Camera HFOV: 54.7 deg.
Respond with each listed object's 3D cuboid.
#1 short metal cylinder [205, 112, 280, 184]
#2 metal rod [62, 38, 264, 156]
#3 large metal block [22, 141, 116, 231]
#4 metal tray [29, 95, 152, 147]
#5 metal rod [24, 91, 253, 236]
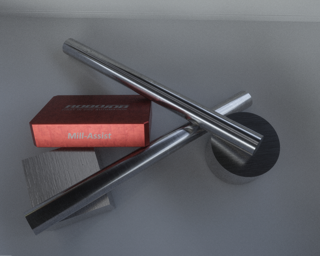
[{"bbox_3d":[0.100,0.026,0.385,0.081,0.050,0.080,0,70,0],"label":"short metal cylinder"},{"bbox_3d":[-0.013,-0.050,0.395,0.300,0.025,0.025,30,72,23],"label":"metal rod"},{"bbox_3d":[-0.105,0.068,0.365,0.081,0.050,0.080,-18,71,-7],"label":"large metal block"},{"bbox_3d":[-0.077,-0.011,0.379,0.131,0.030,0.090,0,26,1],"label":"metal tray"},{"bbox_3d":[-0.004,0.026,0.359,0.302,0.025,0.025,-29,72,-25],"label":"metal rod"}]
